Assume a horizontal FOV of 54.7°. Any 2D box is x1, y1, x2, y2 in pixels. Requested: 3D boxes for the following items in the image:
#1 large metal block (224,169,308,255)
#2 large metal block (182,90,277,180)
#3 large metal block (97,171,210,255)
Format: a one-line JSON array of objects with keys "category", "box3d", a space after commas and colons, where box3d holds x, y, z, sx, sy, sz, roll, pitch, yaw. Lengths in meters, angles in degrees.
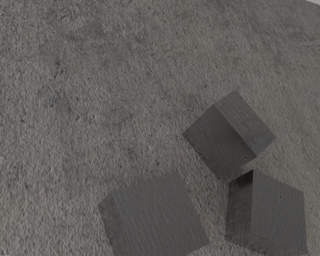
[{"category": "large metal block", "box3d": [0.133, 0.110, 0.392, 0.080, 0.050, 0.080, 25, 53, -13]}, {"category": "large metal block", "box3d": [0.088, 0.010, 0.409, 0.050, 0.080, 0.080, -32, 80, -38]}, {"category": "large metal block", "box3d": [-0.008, 0.100, 0.322, 0.081, 0.050, 0.080, -11, 67, -33]}]
